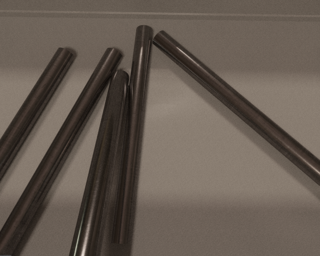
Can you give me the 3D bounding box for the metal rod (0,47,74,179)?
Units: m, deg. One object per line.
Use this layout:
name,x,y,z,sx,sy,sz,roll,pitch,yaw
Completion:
metal rod,-0.194,0.021,0.399,0.025,0.025,0.300,22,71,7

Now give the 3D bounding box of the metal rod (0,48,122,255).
metal rod,-0.126,0.021,0.400,0.025,0.025,0.300,22,71,7

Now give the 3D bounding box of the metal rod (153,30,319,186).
metal rod,0.104,-0.034,0.423,0.300,0.025,0.025,43,75,14

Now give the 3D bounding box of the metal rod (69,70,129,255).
metal rod,-0.059,0.033,0.330,0.025,0.025,0.300,2,44,0

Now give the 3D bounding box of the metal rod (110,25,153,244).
metal rod,-0.035,-0.006,0.411,0.025,0.025,0.299,4,70,1
